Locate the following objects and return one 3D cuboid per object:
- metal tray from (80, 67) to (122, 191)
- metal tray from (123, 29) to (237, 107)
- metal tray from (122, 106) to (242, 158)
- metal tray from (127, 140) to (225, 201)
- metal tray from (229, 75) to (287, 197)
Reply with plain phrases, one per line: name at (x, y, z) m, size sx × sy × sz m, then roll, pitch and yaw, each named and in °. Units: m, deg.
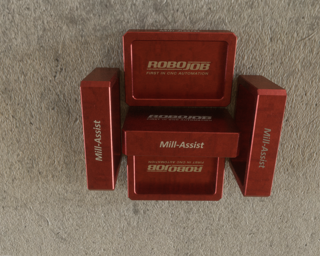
metal tray at (-0.067, -0.002, 0.375) m, size 0.030 × 0.090 × 0.129 m, roll 1°, pitch 111°, yaw -1°
metal tray at (0.023, -0.073, 0.382) m, size 0.131 × 0.030 × 0.089 m, roll 0°, pitch 113°, yaw -1°
metal tray at (0.024, 0.002, 0.379) m, size 0.131 × 0.090 × 0.030 m, roll 1°, pitch 111°, yaw -1°
metal tray at (0.021, 0.054, 0.430) m, size 0.131 × 0.030 × 0.089 m, roll 1°, pitch 109°, yaw -1°
metal tray at (0.114, 0.007, 0.380) m, size 0.030 × 0.090 × 0.129 m, roll 1°, pitch 110°, yaw 0°
